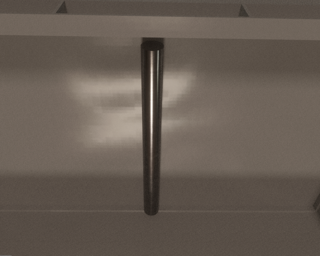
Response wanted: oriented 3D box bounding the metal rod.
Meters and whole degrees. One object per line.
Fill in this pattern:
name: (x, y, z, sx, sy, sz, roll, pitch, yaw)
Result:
metal rod: (-0.011, 0.025, 0.430, 0.025, 0.025, 0.298, 1, 130, -1)
